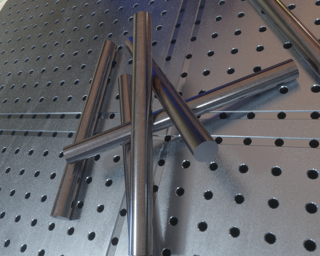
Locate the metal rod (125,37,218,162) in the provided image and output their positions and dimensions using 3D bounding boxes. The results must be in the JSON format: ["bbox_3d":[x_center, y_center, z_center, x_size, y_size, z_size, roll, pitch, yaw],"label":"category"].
[{"bbox_3d":[-0.002,-0.060,0.405,0.025,0.025,0.300,-35,38,5],"label":"metal rod"}]

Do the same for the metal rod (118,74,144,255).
[{"bbox_3d":[-0.034,0.046,0.398,0.025,0.025,0.300,-20,54,16],"label":"metal rod"}]

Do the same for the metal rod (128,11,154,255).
[{"bbox_3d":[-0.021,-0.011,0.367,0.025,0.025,0.299,-10,66,23],"label":"metal rod"}]

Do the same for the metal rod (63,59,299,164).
[{"bbox_3d":[0.020,-0.017,0.387,0.301,0.025,0.025,-21,54,7],"label":"metal rod"}]

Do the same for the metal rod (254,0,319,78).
[{"bbox_3d":[0.176,-0.109,0.382,0.025,0.025,0.300,-27,52,11],"label":"metal rod"}]

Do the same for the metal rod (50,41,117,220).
[{"bbox_3d":[-0.110,-0.013,0.475,0.025,0.025,0.300,-5,59,26],"label":"metal rod"}]
